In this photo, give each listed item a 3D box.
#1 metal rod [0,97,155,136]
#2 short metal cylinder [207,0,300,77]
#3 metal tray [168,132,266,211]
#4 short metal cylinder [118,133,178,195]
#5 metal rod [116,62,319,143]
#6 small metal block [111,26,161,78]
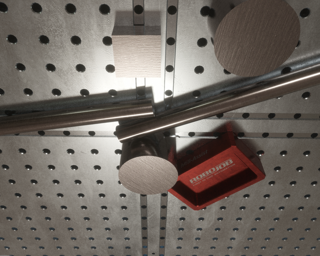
[{"bbox_3d":[-0.158,-0.008,0.401,0.302,0.025,0.025,-7,130,5],"label":"metal rod"},{"bbox_3d":[0.091,-0.099,0.312,0.081,0.050,0.079,0,130,0],"label":"short metal cylinder"},{"bbox_3d":[0.079,0.070,0.469,0.130,0.030,0.090,-33,123,25],"label":"metal tray"},{"bbox_3d":[-0.016,0.049,0.437,0.081,0.050,0.079,0,130,0],"label":"short metal cylinder"},{"bbox_3d":[0.086,-0.034,0.384,0.301,0.025,0.025,-17,128,13],"label":"metal rod"},{"bbox_3d":[-0.024,-0.083,0.340,0.050,0.025,0.050,0,130,-1],"label":"small metal block"}]
